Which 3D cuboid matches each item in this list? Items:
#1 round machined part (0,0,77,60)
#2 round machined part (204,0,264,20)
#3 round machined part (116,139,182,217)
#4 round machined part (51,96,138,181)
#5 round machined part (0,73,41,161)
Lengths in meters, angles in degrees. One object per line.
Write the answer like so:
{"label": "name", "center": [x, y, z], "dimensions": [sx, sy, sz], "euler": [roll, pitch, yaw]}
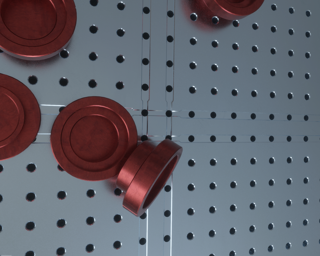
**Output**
{"label": "round machined part", "center": [-0.146, -0.125, 0.349], "dimensions": [0.099, 0.042, 0.097], "euler": [0, 90, -20]}
{"label": "round machined part", "center": [0.099, -0.201, 0.439], "dimensions": [0.099, 0.042, 0.097], "euler": [0, 90, -20]}
{"label": "round machined part", "center": [-0.016, 0.054, 0.375], "dimensions": [0.042, 0.098, 0.098], "euler": [32, 78, 13]}
{"label": "round machined part", "center": [-0.080, 0.012, 0.374], "dimensions": [0.099, 0.042, 0.097], "euler": [0, 90, -19]}
{"label": "round machined part", "center": [-0.182, -0.012, 0.336], "dimensions": [0.099, 0.042, 0.097], "euler": [0, 90, -20]}
